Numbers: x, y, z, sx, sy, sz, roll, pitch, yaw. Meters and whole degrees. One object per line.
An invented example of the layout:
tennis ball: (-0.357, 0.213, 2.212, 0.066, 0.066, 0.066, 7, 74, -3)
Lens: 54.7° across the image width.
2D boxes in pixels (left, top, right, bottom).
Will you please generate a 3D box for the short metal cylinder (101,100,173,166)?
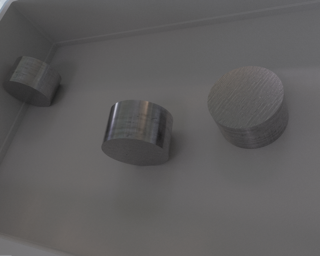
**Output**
short metal cylinder: (-0.026, 0.008, 0.379, 0.080, 0.080, 0.050, -6, 59, 25)

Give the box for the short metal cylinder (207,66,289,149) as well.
short metal cylinder: (0.100, -0.023, 0.351, 0.080, 0.050, 0.080, -13, 56, 21)

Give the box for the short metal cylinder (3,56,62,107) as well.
short metal cylinder: (-0.219, -0.078, 0.534, 0.080, 0.080, 0.050, 2, 63, 29)
